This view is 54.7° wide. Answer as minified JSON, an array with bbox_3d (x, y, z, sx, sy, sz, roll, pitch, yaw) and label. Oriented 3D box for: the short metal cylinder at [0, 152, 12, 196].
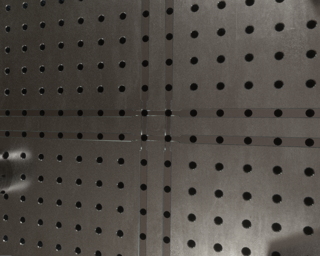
[{"bbox_3d":[-0.289,0.077,0.499,0.080,0.050,0.079,0,90,19],"label":"short metal cylinder"}]
